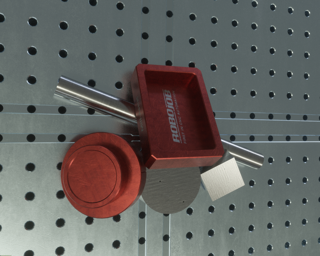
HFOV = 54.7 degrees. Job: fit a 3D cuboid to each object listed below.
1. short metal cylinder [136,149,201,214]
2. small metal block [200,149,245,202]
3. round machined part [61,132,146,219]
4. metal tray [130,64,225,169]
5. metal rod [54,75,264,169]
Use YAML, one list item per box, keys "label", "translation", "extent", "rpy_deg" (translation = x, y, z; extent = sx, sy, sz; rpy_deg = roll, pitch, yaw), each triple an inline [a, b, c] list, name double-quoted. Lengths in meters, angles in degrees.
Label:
- label: "short metal cylinder"
  translation: [0.005, 0.064, 0.397]
  extent: [0.081, 0.050, 0.079]
  rpy_deg: [0, 90, -20]
- label: "small metal block"
  translation: [0.082, 0.065, 0.428]
  extent: [0.050, 0.025, 0.050]
  rpy_deg: [-27, 116, -2]
- label: "round machined part"
  translation: [-0.068, 0.053, 0.350]
  extent: [0.098, 0.042, 0.097]
  rpy_deg: [-1, 85, 12]
- label: "metal tray"
  translation: [0.018, -0.017, 0.382]
  extent: [0.091, 0.030, 0.130]
  rpy_deg: [0, 61, -21]
- label: "metal rod"
  translation: [0.013, -0.001, 0.414]
  extent: [0.302, 0.025, 0.025]
  rpy_deg: [21, 83, -19]
